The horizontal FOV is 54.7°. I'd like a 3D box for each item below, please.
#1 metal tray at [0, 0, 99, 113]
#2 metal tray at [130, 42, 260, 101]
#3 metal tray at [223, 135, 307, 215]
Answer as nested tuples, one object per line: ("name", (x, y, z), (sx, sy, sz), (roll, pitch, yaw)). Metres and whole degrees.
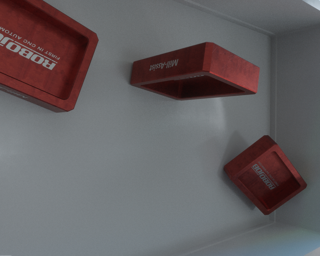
("metal tray", (-0.132, -0.079, 0.292), (0.131, 0.030, 0.090), (26, 74, -37))
("metal tray", (0.038, -0.061, 0.369), (0.091, 0.130, 0.030), (13, 82, -39))
("metal tray", (0.179, 0.083, 0.520), (0.090, 0.030, 0.130), (-40, 121, 9))
